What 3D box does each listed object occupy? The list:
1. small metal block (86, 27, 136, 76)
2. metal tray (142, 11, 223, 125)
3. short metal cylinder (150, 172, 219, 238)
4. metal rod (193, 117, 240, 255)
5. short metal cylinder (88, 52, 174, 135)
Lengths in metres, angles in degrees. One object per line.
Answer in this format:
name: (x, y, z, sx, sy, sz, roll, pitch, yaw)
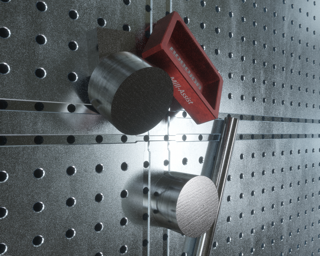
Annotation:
small metal block: (-0.056, -0.087, 0.362, 0.050, 0.025, 0.050, -7, 95, -40)
metal tray: (0.037, -0.079, 0.416, 0.130, 0.030, 0.090, 47, 41, -30)
short metal cylinder: (0.034, 0.102, 0.422, 0.081, 0.050, 0.079, 0, 90, -40)
metal rod: (0.079, 0.127, 0.475, 0.025, 0.025, 0.299, 25, 74, -37)
short metal cylinder: (-0.032, -0.039, 0.346, 0.081, 0.050, 0.079, -24, 132, -29)
